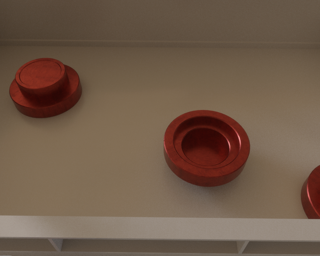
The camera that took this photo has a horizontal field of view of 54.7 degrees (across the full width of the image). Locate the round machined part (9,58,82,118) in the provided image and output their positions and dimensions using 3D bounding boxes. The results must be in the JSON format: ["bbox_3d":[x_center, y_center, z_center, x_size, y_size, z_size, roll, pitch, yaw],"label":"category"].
[{"bbox_3d":[-0.166,-0.064,0.447,0.099,0.042,0.098,0,50,0],"label":"round machined part"}]

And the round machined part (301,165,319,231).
[{"bbox_3d":[0.209,0.075,0.332,0.099,0.042,0.098,0,50,0],"label":"round machined part"}]

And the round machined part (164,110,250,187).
[{"bbox_3d":[0.053,0.028,0.371,0.099,0.042,0.098,0,50,0],"label":"round machined part"}]
